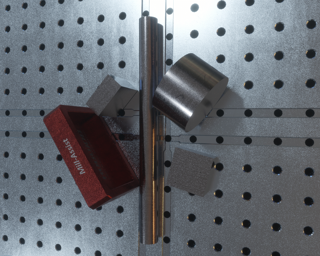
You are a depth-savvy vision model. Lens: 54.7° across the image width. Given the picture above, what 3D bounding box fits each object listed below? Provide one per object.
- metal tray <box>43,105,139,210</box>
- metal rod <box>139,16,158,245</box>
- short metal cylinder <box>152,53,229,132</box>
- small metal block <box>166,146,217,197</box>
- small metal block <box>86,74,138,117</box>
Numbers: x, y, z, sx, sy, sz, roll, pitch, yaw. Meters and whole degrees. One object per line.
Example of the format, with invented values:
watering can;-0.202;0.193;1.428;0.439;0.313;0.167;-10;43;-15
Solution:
metal tray;-0.086;0.033;0.406;0.030;0.090;0.130;-34;79;17
metal rod;-0.015;0.003;0.416;0.025;0.025;0.298;0;90;19
short metal cylinder;0.036;-0.041;0.370;0.050;0.080;0.080;39;102;15
small metal block;0.041;0.055;0.398;0.050;0.025;0.050;16;95;19
small metal block;-0.064;-0.042;0.420;0.025;0.050;0.050;43;103;14
